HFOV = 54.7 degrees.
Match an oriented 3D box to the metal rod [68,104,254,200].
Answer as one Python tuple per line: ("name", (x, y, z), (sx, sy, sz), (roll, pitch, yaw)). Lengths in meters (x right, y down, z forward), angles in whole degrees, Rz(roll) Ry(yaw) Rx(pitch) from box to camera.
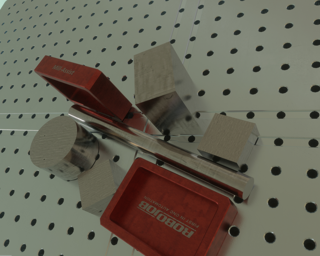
("metal rod", (-0.022, 0.018, 0.408), (0.300, 0.025, 0.025), (21, 73, 36))

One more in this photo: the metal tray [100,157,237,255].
("metal tray", (0.006, 0.096, 0.342), (0.130, 0.030, 0.090), (20, 72, 35))

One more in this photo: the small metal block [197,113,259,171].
("small metal block", (0.079, 0.015, 0.357), (0.050, 0.025, 0.050), (19, 71, 35))

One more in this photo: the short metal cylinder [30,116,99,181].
("short metal cylinder", (-0.137, 0.029, 0.445), (0.080, 0.050, 0.080), (-13, 56, 21))

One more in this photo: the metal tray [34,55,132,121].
("metal tray", (-0.114, -0.060, 0.462), (0.130, 0.090, 0.030), (20, 73, 35))

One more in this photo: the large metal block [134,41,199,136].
("large metal block", (0.008, -0.048, 0.400), (0.050, 0.080, 0.080), (-17, 55, 19))

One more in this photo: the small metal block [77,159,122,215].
("small metal block", (-0.076, 0.076, 0.402), (0.050, 0.025, 0.050), (-28, 52, 10))
